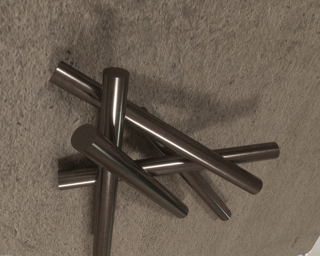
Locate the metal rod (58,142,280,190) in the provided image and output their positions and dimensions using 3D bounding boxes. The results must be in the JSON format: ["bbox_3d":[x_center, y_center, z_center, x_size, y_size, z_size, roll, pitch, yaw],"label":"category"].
[{"bbox_3d":[0.022,0.048,0.417,0.302,0.025,0.025,-6,122,-14],"label":"metal rod"}]

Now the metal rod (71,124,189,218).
[{"bbox_3d":[-0.015,0.073,0.390,0.025,0.025,0.300,-40,147,-1],"label":"metal rod"}]

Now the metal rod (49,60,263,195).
[{"bbox_3d":[0.013,0.012,0.373,0.301,0.025,0.025,30,102,-23],"label":"metal rod"}]

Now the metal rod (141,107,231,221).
[{"bbox_3d":[0.047,0.072,0.478,0.025,0.025,0.300,-41,130,-1],"label":"metal rod"}]

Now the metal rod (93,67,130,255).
[{"bbox_3d":[-0.064,0.071,0.372,0.025,0.025,0.298,-7,126,-25],"label":"metal rod"}]
